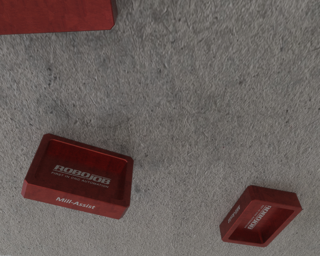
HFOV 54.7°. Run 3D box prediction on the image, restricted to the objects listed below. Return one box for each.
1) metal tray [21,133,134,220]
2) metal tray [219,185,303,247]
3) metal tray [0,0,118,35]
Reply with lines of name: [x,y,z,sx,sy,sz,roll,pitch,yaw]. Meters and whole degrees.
metal tray: [-0.104,0.064,0.417,0.131,0.090,0.030,18,128,-15]
metal tray: [0.170,0.157,0.539,0.091,0.030,0.129,12,129,-10]
metal tray: [-0.111,-0.137,0.286,0.131,0.030,0.089,-2,130,1]
